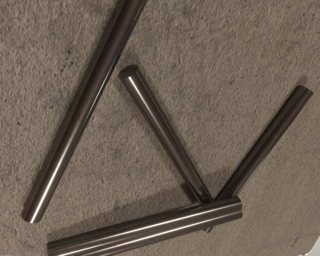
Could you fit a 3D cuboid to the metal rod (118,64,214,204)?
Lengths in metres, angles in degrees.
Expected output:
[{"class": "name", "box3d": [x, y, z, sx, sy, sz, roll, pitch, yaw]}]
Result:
[{"class": "metal rod", "box3d": [0.024, 0.035, 0.443, 0.025, 0.025, 0.299, -35, 129, -5]}]

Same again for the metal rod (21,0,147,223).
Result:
[{"class": "metal rod", "box3d": [-0.090, -0.015, 0.348, 0.025, 0.025, 0.298, 18, 109, -36]}]

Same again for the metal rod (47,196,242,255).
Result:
[{"class": "metal rod", "box3d": [-0.012, 0.149, 0.474, 0.302, 0.025, 0.025, -9, 123, -17]}]

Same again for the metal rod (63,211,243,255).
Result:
[{"class": "metal rod", "box3d": [-0.006, 0.169, 0.492, 0.302, 0.025, 0.025, -10, 123, -17]}]

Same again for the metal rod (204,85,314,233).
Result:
[{"class": "metal rod", "box3d": [0.159, 0.060, 0.533, 0.025, 0.025, 0.299, 23, 106, -37]}]
